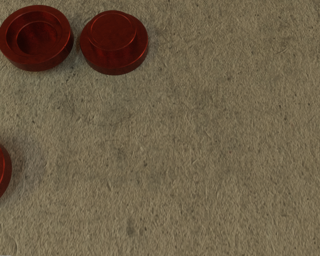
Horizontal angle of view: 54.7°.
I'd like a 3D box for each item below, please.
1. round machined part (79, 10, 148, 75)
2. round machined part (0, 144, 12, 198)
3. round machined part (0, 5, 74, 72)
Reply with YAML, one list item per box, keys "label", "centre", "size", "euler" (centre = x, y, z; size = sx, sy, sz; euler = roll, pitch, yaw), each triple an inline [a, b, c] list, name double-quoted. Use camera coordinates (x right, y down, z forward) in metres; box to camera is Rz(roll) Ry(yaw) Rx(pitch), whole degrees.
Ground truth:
- label: "round machined part"
  centre: [-0.067, -0.129, 0.445]
  size: [0.099, 0.042, 0.098]
  euler: [0, 70, 0]
- label: "round machined part"
  centre: [-0.229, 0.057, 0.376]
  size: [0.099, 0.042, 0.098]
  euler: [0, 70, 0]
- label: "round machined part"
  centre: [-0.172, -0.123, 0.443]
  size: [0.099, 0.042, 0.098]
  euler: [0, 70, 0]
